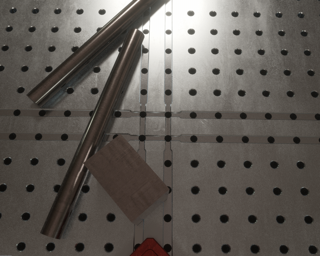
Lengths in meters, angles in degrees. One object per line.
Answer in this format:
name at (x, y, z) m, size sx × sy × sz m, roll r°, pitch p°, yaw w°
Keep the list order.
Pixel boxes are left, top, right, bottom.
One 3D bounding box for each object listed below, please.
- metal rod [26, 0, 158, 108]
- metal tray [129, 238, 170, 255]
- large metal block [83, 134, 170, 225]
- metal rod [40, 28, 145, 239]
metal rod at (-0.075, -0.143, 0.462) m, size 0.025 × 0.025 × 0.301 m, roll 39°, pitch 74°, yaw 12°
metal tray at (0.003, 0.198, 0.336) m, size 0.090 × 0.030 × 0.130 m, roll -43°, pitch 76°, yaw -14°
large metal block at (-0.036, 0.063, 0.359) m, size 0.050 × 0.080 × 0.080 m, roll -40°, pitch 75°, yaw -13°
metal rod at (-0.082, -0.007, 0.413) m, size 0.025 × 0.025 × 0.299 m, roll 17°, pitch 71°, yaw 6°
